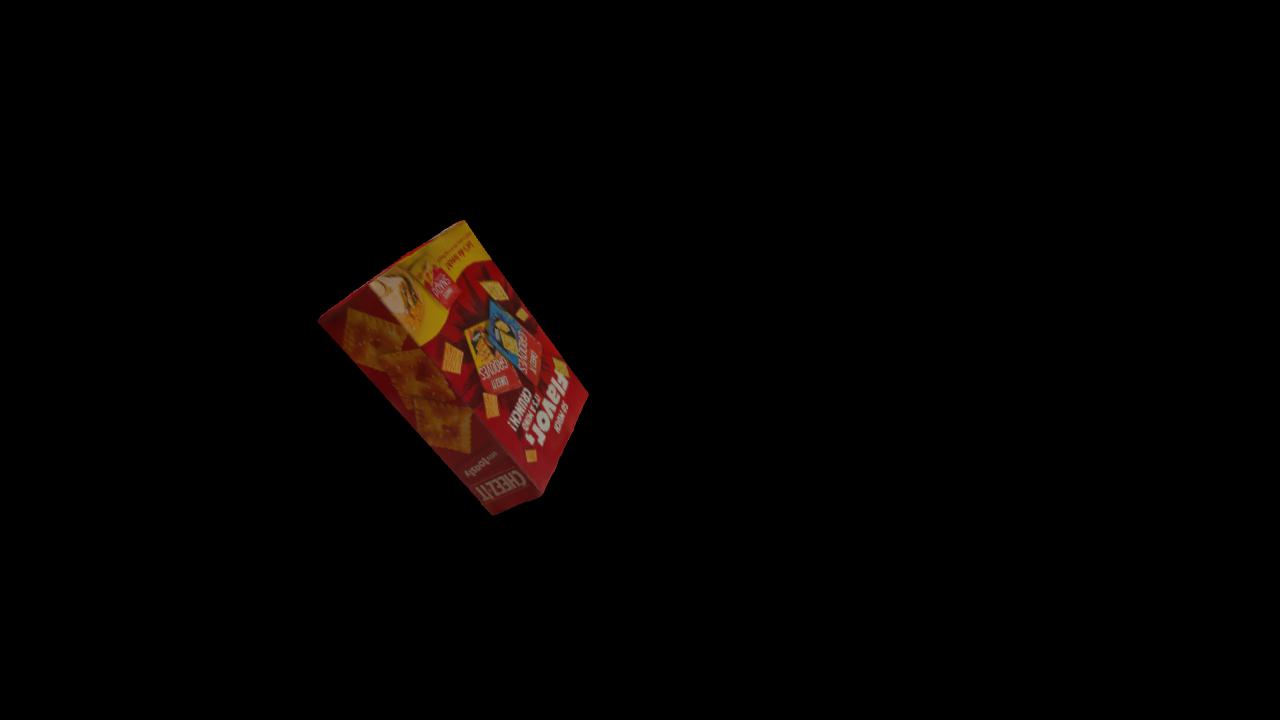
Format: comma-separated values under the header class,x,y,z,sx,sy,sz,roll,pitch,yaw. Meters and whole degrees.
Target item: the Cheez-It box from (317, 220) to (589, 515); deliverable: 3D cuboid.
class,x,y,z,sx,sy,sz,roll,pitch,yaw
Cheez-It box,-0.149,0.002,0.562,0.071,0.223,0.166,-26,21,24
